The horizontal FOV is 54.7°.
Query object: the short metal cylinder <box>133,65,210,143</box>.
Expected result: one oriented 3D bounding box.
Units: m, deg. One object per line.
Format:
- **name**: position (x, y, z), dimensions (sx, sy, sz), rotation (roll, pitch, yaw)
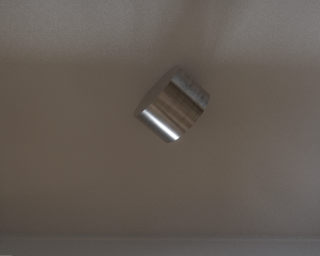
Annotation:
- **short metal cylinder**: position (0.013, -0.028, 0.372), dimensions (0.050, 0.080, 0.080), rotation (40, 105, -14)
